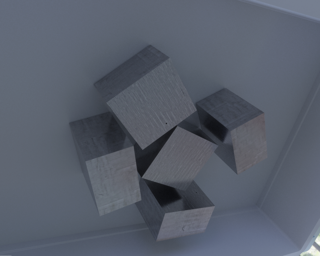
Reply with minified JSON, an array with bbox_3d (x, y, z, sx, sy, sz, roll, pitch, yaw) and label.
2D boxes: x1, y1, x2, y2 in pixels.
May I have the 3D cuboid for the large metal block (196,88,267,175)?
[{"bbox_3d":[0.099,0.003,0.429,0.050,0.080,0.080,-28,128,-11],"label":"large metal block"}]

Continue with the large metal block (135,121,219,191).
[{"bbox_3d":[0.018,0.031,0.421,0.080,0.050,0.080,25,105,-37],"label":"large metal block"}]

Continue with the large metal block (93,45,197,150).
[{"bbox_3d":[-0.016,-0.035,0.361,0.080,0.050,0.080,-36,130,-4],"label":"large metal block"}]

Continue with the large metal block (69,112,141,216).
[{"bbox_3d":[-0.064,0.039,0.362,0.050,0.080,0.079,-18,126,-19],"label":"large metal block"}]

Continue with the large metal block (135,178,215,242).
[{"bbox_3d":[0.019,0.111,0.453,0.081,0.080,0.050,1,118,-29],"label":"large metal block"}]
